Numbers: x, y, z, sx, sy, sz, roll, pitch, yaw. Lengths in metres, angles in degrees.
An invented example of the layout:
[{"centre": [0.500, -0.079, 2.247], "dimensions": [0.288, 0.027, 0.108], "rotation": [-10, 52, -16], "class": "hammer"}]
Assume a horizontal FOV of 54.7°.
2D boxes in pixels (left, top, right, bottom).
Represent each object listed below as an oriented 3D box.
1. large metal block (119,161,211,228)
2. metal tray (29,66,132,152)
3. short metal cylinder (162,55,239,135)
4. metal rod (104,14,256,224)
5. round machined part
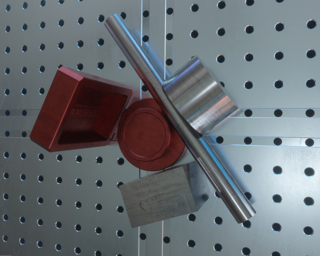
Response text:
[{"centre": [0.010, 0.077, 0.379], "dimensions": [0.080, 0.080, 0.050], "rotation": [-20, 84, 18], "class": "large metal block"}, {"centre": [-0.091, -0.020, 0.388], "dimensions": [0.030, 0.130, 0.090], "rotation": [29, 99, 17], "class": "metal tray"}, {"centre": [0.048, -0.039, 0.365], "dimensions": [0.050, 0.080, 0.080], "rotation": [-39, 78, 16], "class": "short metal cylinder"}, {"centre": [0.019, -0.020, 0.383], "dimensions": [0.025, 0.025, 0.299], "rotation": [-37, 79, 16], "class": "metal rod"}, {"centre": [-0.013, 0.009, 0.407], "dimensions": [0.098, 0.042, 0.097], "rotation": [0, 90, 19], "class": "round machined part"}]
